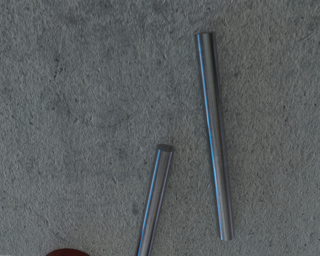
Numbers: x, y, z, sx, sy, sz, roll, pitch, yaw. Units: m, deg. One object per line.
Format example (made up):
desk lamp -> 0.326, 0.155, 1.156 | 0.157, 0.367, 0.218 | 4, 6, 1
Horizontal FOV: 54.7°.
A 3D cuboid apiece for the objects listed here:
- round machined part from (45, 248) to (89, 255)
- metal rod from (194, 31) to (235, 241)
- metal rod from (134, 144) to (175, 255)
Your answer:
round machined part -> -0.149, 0.244, 0.489 | 0.099, 0.042, 0.097 | 0, 110, 0
metal rod -> 0.077, 0.025, 0.419 | 0.025, 0.025, 0.298 | -9, 110, 3
metal rod -> -0.020, 0.164, 0.470 | 0.025, 0.025, 0.298 | 10, 110, -4
